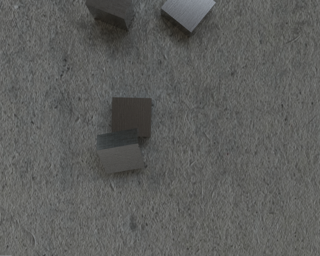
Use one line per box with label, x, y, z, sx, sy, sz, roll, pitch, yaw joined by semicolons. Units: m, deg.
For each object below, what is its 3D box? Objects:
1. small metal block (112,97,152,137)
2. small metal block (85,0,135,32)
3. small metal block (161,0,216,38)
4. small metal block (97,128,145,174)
small metal block;-0.036;-0.014;0.410;0.050;0.025;0.050;1;90;0
small metal block;-0.062;-0.152;0.397;0.050;0.050;0.025;21;90;0
small metal block;0.036;-0.158;0.410;0.050;0.025;0.050;39;90;0
small metal block;-0.049;0.030;0.395;0.050;0.050;0.025;-10;47;0
